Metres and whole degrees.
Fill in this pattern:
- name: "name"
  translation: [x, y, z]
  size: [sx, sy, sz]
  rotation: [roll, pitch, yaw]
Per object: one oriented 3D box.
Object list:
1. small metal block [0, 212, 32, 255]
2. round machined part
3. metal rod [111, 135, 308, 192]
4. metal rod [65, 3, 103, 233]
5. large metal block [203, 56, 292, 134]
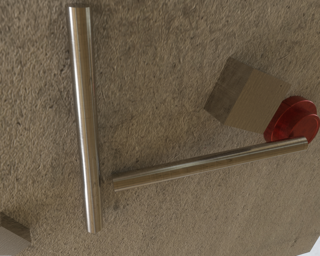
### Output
- name: "small metal block"
  translation: [-0.199, 0.139, 0.385]
  size: [0.050, 0.025, 0.050]
  rotation: [-37, 130, -4]
- name: "round machined part"
  translation: [0.228, -0.002, 0.523]
  size: [0.099, 0.042, 0.097]
  rotation: [-14, 125, -21]
- name: "metal rod"
  translation: [0.081, 0.049, 0.455]
  size: [0.302, 0.025, 0.025]
  rotation: [-10, 123, -13]
- name: "metal rod"
  translation: [-0.086, 0.012, 0.368]
  size: [0.025, 0.025, 0.298]
  rotation: [-11, 123, -23]
- name: "large metal block"
  translation: [0.121, -0.044, 0.432]
  size: [0.081, 0.050, 0.079]
  rotation: [12, 112, -34]
